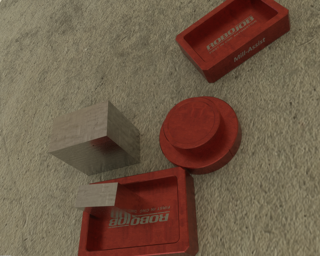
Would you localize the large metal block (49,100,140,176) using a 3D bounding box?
[{"bbox_3d":[-0.080,0.017,0.399,0.080,0.080,0.050,-16,56,19],"label":"large metal block"}]

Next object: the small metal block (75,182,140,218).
[{"bbox_3d":[-0.058,0.083,0.349,0.050,0.050,0.025,-9,58,23],"label":"small metal block"}]

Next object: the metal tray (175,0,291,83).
[{"bbox_3d":[0.098,-0.131,0.429,0.130,0.030,0.090,-35,52,5],"label":"metal tray"}]

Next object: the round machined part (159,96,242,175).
[{"bbox_3d":[0.043,0.002,0.368,0.098,0.042,0.098,-13,56,20],"label":"round machined part"}]

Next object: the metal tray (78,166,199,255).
[{"bbox_3d":[-0.026,0.100,0.351,0.130,0.030,0.090,-14,56,20],"label":"metal tray"}]
